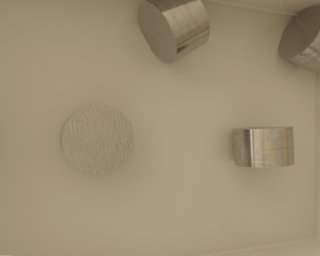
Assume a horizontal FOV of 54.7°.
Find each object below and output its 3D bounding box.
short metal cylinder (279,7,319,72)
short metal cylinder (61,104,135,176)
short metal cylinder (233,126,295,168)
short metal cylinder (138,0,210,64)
[{"bbox_3d":[0.228,-0.131,0.465,0.050,0.080,0.080,22,83,-19],"label":"short metal cylinder"},{"bbox_3d":[-0.076,0.013,0.369,0.081,0.050,0.080,0,90,-20],"label":"short metal cylinder"},{"bbox_3d":[0.144,0.025,0.434,0.081,0.080,0.050,-3,91,-20],"label":"short metal cylinder"},{"bbox_3d":[0.016,-0.128,0.387,0.050,0.080,0.080,-33,101,-17],"label":"short metal cylinder"}]
